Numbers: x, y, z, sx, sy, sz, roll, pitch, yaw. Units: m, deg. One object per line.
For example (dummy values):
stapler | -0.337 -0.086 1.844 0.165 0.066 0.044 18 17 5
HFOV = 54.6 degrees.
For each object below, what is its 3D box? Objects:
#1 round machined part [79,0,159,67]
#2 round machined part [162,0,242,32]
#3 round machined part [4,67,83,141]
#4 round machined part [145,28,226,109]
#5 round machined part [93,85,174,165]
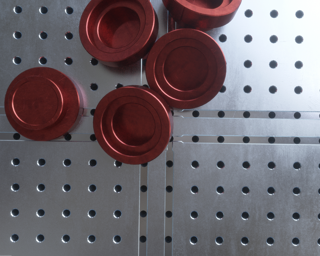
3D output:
round machined part | -0.049 -0.124 0.396 0.098 0.042 0.098 -2 81 14
round machined part | 0.049 -0.161 0.391 0.099 0.042 0.098 5 62 -9
round machined part | -0.154 -0.031 0.404 0.099 0.042 0.097 0 90 0
round machined part | 0.033 -0.076 0.395 0.098 0.042 0.097 2 109 6
round machined part | -0.031 -0.006 0.395 0.098 0.042 0.097 3 104 12
